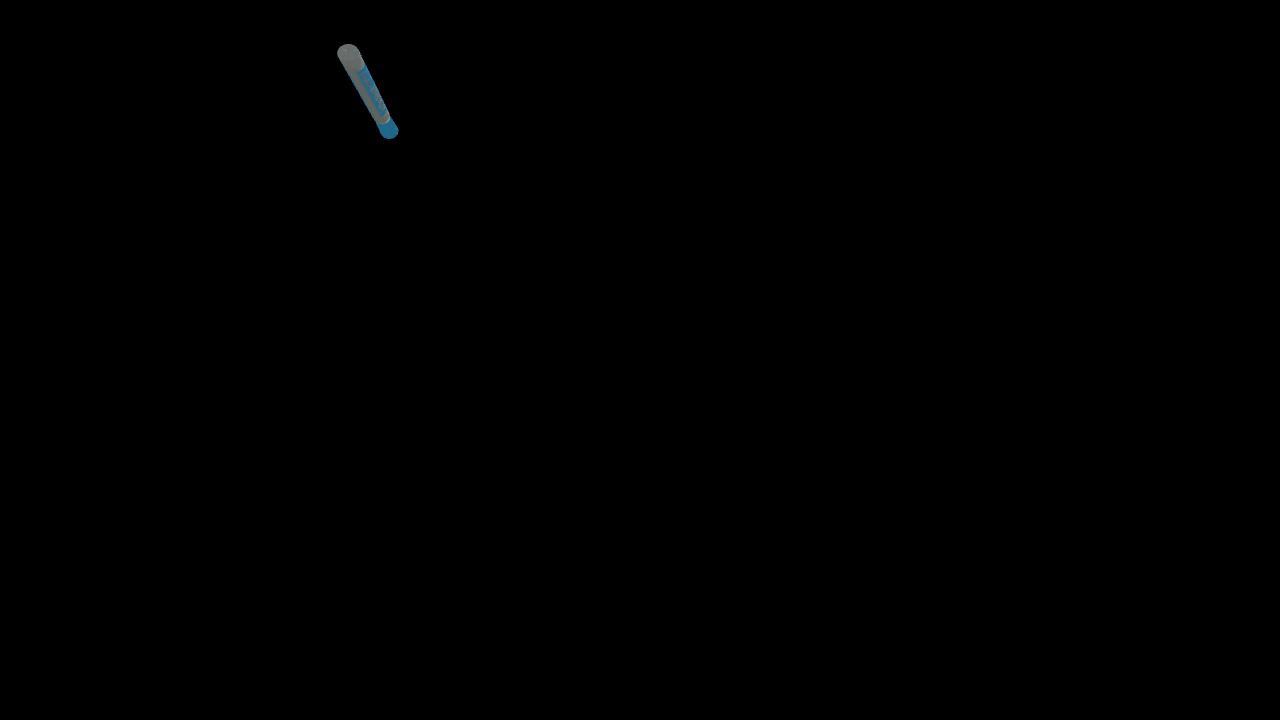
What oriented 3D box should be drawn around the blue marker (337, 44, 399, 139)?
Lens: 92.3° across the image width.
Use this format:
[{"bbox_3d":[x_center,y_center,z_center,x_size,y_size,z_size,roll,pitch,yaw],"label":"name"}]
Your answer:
[{"bbox_3d":[-0.264,-0.258,0.605,0.020,0.020,0.121,0,-15,-4],"label":"blue marker"}]
